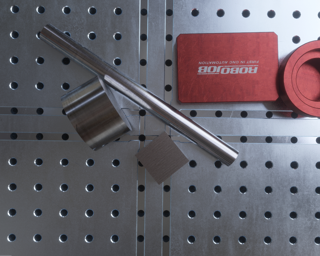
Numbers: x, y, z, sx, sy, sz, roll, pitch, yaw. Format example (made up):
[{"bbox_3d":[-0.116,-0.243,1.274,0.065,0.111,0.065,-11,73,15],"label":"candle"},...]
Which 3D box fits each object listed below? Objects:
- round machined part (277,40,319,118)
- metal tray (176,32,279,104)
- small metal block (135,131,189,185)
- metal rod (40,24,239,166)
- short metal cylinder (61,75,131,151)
[{"bbox_3d":[0.202,-0.062,0.408,0.099,0.042,0.097,0,90,-1],"label":"round machined part"},{"bbox_3d":[0.087,-0.078,0.412,0.131,0.030,0.089,-1,90,-1],"label":"metal tray"},{"bbox_3d":[0.003,0.039,0.413,0.050,0.025,0.050,-39,91,0],"label":"small metal block"},{"bbox_3d":[-0.027,-0.043,0.412,0.301,0.025,0.025,34,90,-1],"label":"metal rod"},{"bbox_3d":[-0.077,-0.018,0.385,0.050,0.080,0.080,-31,90,0],"label":"short metal cylinder"}]
